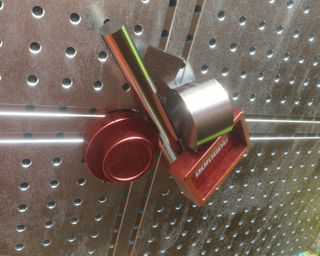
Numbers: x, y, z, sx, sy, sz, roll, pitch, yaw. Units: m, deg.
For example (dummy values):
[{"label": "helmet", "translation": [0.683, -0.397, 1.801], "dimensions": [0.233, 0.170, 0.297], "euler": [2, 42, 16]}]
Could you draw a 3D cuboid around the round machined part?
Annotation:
[{"label": "round machined part", "translation": [-0.045, 0.031, 0.395], "dimensions": [0.099, 0.042, 0.097], "euler": [-14, 125, -21]}]

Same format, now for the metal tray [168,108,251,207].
[{"label": "metal tray", "translation": [0.078, 0.041, 0.450], "dimensions": [0.130, 0.030, 0.090], "euler": [-47, 139, -16]}]

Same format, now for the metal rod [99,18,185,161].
[{"label": "metal rod", "translation": [0.004, -0.002, 0.392], "dimensions": [0.025, 0.025, 0.299], "euler": [-35, 137, -6]}]

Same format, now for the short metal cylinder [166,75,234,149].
[{"label": "short metal cylinder", "translation": [0.048, -0.021, 0.391], "dimensions": [0.050, 0.080, 0.080], "euler": [-23, 127, -15]}]

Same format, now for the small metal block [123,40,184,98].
[{"label": "small metal block", "translation": [-0.008, -0.069, 0.366], "dimensions": [0.050, 0.025, 0.050], "euler": [14, 111, -34]}]
